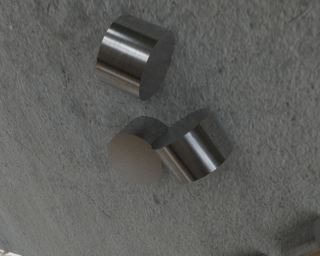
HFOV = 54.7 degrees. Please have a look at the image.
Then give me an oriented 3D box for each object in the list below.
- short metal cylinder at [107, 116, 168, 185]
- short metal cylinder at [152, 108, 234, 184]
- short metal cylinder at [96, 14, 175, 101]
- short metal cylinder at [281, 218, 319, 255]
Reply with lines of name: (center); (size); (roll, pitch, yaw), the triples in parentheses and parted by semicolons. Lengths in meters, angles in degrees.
short metal cylinder: (-0.023, 0.030, 0.420); (0.080, 0.050, 0.079); (13, 124, 20)
short metal cylinder: (0.038, 0.020, 0.363); (0.080, 0.080, 0.050); (-28, 103, 37)
short metal cylinder: (-0.024, -0.076, 0.336); (0.050, 0.080, 0.079); (26, 127, 12)
short metal cylinder: (0.193, 0.153, 0.365); (0.080, 0.080, 0.050); (40, 129, 1)
